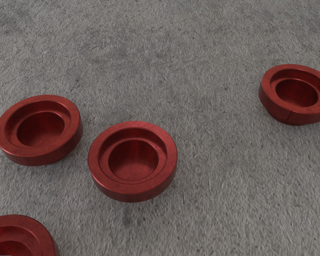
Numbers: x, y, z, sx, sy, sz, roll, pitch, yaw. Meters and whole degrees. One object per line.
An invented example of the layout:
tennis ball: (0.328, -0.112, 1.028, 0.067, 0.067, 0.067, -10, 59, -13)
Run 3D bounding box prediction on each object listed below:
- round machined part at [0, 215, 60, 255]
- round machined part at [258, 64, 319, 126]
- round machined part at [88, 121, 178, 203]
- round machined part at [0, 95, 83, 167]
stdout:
round machined part: (-0.140, 0.133, 0.279, 0.099, 0.042, 0.098, 0, 50, 0)
round machined part: (0.186, -0.041, 0.428, 0.099, 0.042, 0.098, 0, 50, 0)
round machined part: (-0.030, 0.042, 0.357, 0.099, 0.042, 0.098, 0, 50, 0)
round machined part: (-0.145, 0.007, 0.385, 0.099, 0.042, 0.098, 0, 50, 0)
